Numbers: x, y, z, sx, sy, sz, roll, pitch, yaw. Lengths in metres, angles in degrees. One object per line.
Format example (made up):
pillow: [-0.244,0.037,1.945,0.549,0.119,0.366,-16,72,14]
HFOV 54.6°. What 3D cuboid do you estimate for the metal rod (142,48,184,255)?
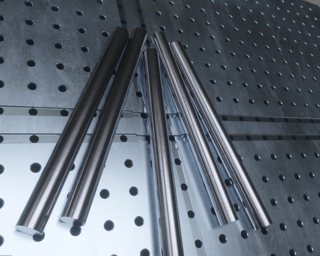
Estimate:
metal rod: [0.000,0.018,0.397,0.025,0.025,0.299,8,58,-24]

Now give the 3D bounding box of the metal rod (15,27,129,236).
metal rod: [-0.089,-0.023,0.373,0.025,0.025,0.300,25,53,-13]

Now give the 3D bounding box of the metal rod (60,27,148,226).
metal rod: [-0.059,-0.027,0.393,0.025,0.025,0.300,23,53,-14]

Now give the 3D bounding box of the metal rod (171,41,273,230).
metal rod: [0.079,-0.002,0.451,0.025,0.025,0.299,-10,67,-32]

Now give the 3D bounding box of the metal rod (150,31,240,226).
metal rod: [0.041,-0.014,0.438,0.025,0.025,0.299,-5,64,-30]
